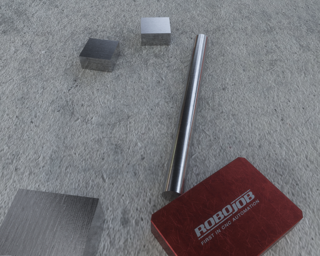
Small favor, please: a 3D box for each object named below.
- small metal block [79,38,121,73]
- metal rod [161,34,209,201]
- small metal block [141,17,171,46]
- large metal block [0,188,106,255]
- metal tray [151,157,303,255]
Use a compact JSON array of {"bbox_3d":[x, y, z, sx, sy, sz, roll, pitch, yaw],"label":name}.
[{"bbox_3d":[-0.096,-0.118,0.502,0.050,0.025,0.050,8,50,6],"label":"small metal block"},{"bbox_3d":[0.042,-0.037,0.434,0.025,0.025,0.300,9,50,7],"label":"metal rod"},{"bbox_3d":[-0.008,-0.171,0.547,0.050,0.025,0.050,-1,50,-2],"label":"small metal block"},{"bbox_3d":[-0.104,0.110,0.294,0.080,0.050,0.080,6,50,5],"label":"large metal block"},{"bbox_3d":[0.067,0.097,0.320,0.131,0.030,0.090,-29,56,-22],"label":"metal tray"}]
